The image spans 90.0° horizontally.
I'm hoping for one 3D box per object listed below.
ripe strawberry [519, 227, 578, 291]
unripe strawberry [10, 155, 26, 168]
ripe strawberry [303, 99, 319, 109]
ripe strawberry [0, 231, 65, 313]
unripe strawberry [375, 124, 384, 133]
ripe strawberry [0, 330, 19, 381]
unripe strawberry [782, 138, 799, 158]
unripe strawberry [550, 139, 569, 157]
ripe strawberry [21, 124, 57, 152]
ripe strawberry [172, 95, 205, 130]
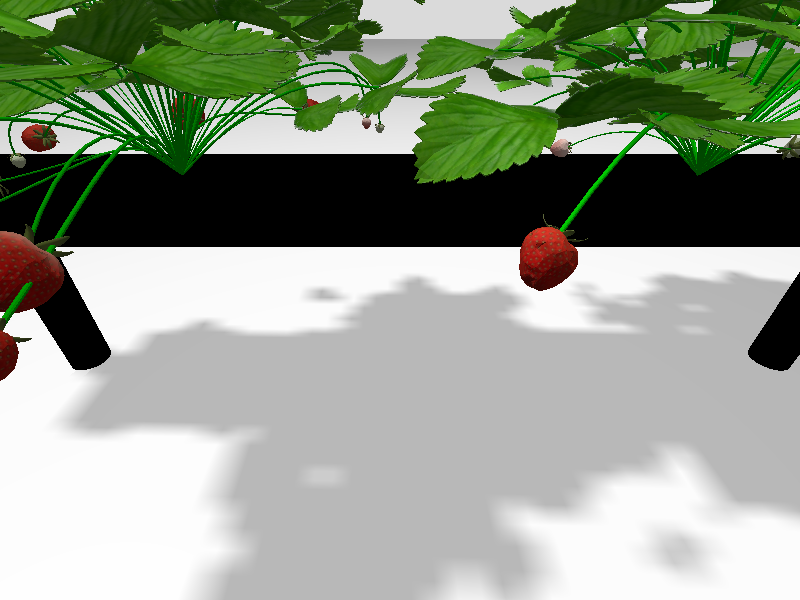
[{"bbox_3d":[0.069,-0.019,0.193,0.027,0.029,0.030,31,-1,37],"label":"ripe strawberry"},{"bbox_3d":[-0.333,-0.121,0.349,0.010,0.011,0.011,1,35,2],"label":"unripe strawberry"},{"bbox_3d":[-0.113,-0.238,0.508,0.035,0.031,0.032,12,36,17],"label":"ripe strawberry"},{"bbox_3d":[-0.171,-0.010,0.175,0.031,0.034,0.035,-3,-38,-4],"label":"ripe strawberry"},{"bbox_3d":[-0.023,-0.197,0.460,0.010,0.010,0.009,-26,42,-32],"label":"unripe strawberry"},{"bbox_3d":[-0.151,0.022,0.140,0.024,0.025,0.026,-5,36,-7],"label":"ripe strawberry"},{"bbox_3d":[0.384,-0.148,0.389,0.017,0.018,0.016,-13,37,-20],"label":"unripe strawberry"},{"bbox_3d":[0.157,-0.149,0.393,0.017,0.017,0.016,6,33,31],"label":"unripe strawberry"},{"bbox_3d":[-0.366,-0.164,0.405,0.029,0.024,0.029,6,34,24],"label":"ripe strawberry"},{"bbox_3d":[-0.253,-0.224,0.479,0.036,0.041,0.039,-12,36,-17],"label":"ripe strawberry"}]
